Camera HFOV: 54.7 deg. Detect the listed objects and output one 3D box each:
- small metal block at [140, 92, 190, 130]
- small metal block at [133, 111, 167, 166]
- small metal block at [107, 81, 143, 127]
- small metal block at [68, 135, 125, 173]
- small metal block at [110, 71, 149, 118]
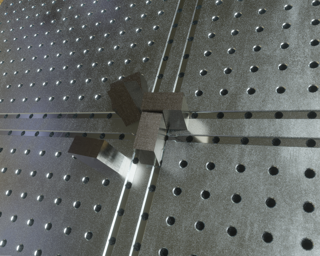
[{"bbox_3d":[0.008,-0.021,0.394,0.050,0.050,0.025,2,62,15],"label":"small metal block"},{"bbox_3d":[-0.011,0.014,0.385,0.025,0.050,0.050,7,64,12],"label":"small metal block"},{"bbox_3d":[-0.038,-0.034,0.409,0.025,0.050,0.050,-28,93,18],"label":"small metal block"},{"bbox_3d":[-0.084,0.035,0.413,0.050,0.050,0.025,7,65,31],"label":"small metal block"},{"bbox_3d":[-0.044,-0.050,0.460,0.050,0.025,0.050,-22,54,15],"label":"small metal block"}]
